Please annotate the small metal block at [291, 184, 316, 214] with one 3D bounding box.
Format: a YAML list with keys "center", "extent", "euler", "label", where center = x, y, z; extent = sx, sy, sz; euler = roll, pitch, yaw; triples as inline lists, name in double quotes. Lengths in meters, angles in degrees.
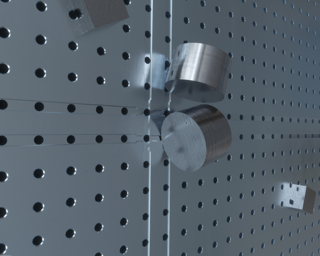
- center: [0.311, 0.155, 0.671]
  extent: [0.050, 0.025, 0.050]
  euler: [28, 73, -37]
  label: "small metal block"

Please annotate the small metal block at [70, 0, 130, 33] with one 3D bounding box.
- center: [-0.069, -0.141, 0.351]
  extent: [0.050, 0.025, 0.050]
  euler: [-33, 110, -35]
  label: "small metal block"

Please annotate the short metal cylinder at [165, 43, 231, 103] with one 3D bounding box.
- center: [0.051, -0.072, 0.416]
  extent: [0.080, 0.080, 0.050]
  euler: [23, 76, -38]
  label: "short metal cylinder"

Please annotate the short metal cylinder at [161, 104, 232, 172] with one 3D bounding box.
- center: [0.047, 0.012, 0.413]
  extent: [0.050, 0.080, 0.079]
  euler: [-19, 102, -39]
  label: "short metal cylinder"
